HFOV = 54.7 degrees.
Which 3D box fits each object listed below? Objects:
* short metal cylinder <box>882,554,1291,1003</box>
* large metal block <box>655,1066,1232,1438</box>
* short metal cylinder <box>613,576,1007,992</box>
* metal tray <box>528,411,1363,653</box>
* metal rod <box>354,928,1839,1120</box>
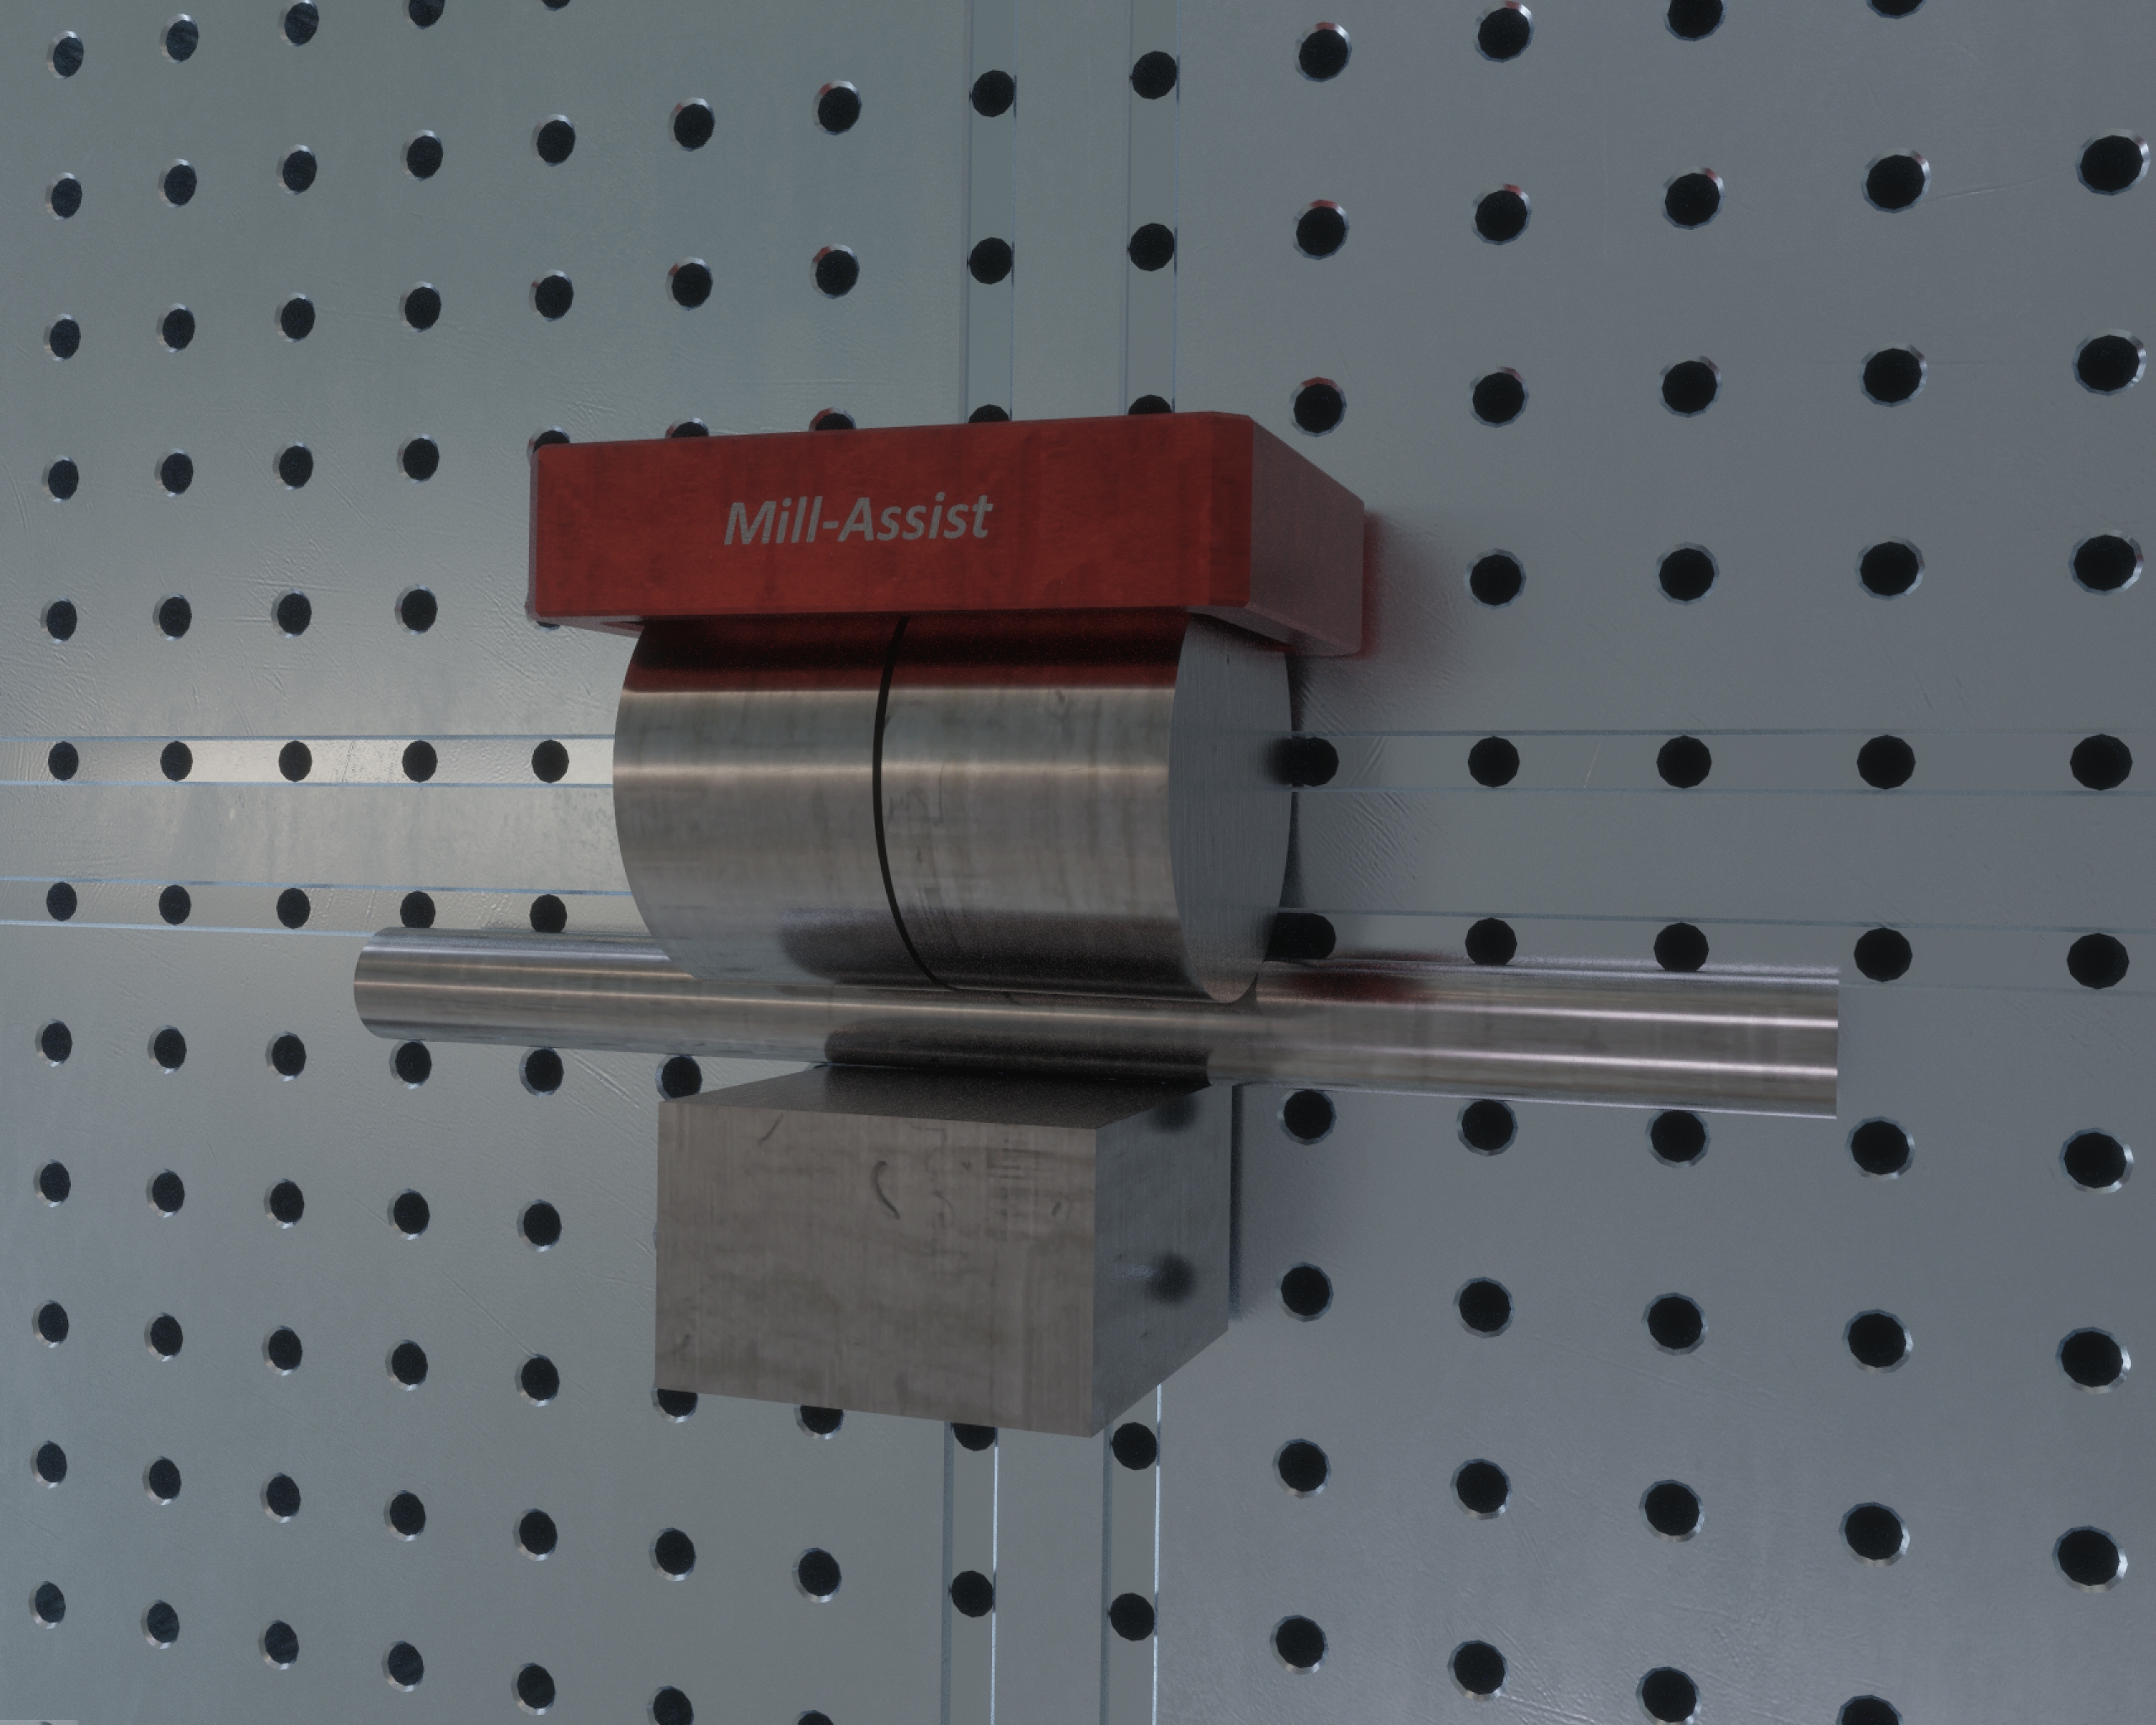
[{"bbox_3d":[0.005,-0.016,0.379,0.050,0.080,0.079,2,91,20],"label":"short metal cylinder"},{"bbox_3d":[-0.022,0.067,0.386,0.080,0.080,0.050,1,91,20],"label":"large metal block"},{"bbox_3d":[-0.044,-0.016,0.396,0.050,0.080,0.079,1,90,20],"label":"short metal cylinder"},{"bbox_3d":[-0.021,-0.056,0.381,0.130,0.090,0.030,1,91,20],"label":"metal tray"},{"bbox_3d":[-0.010,0.029,0.412,0.301,0.025,0.025,1,91,19],"label":"metal rod"}]
